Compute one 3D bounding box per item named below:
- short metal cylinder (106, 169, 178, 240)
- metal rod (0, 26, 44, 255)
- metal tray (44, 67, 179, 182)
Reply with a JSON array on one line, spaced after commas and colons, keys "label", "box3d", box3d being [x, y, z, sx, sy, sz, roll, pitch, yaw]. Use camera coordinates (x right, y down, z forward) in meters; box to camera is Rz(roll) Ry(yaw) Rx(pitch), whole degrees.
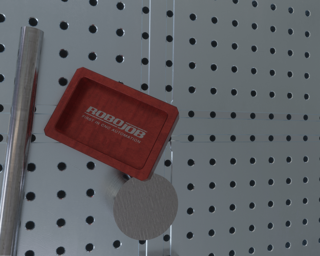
[{"label": "short metal cylinder", "box3d": [-0.024, 0.093, 0.390, 0.081, 0.050, 0.080, 0, 91, -20]}, {"label": "metal rod", "box3d": [-0.163, 0.035, 0.352, 0.025, 0.025, 0.298, 7, 88, -20]}, {"label": "metal tray", "box3d": [-0.054, -0.005, 0.360, 0.130, 0.030, 0.090, 24, 81, 8]}]
